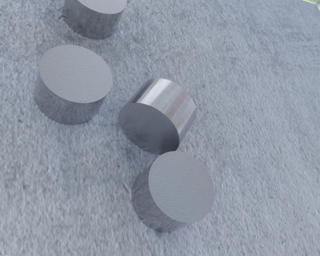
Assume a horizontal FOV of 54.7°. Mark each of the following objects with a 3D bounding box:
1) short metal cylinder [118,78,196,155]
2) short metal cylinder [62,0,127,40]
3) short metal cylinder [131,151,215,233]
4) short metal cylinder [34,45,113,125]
[{"bbox_3d":[-0.003,-0.013,0.377,0.080,0.080,0.050,38,51,-4],"label":"short metal cylinder"},{"bbox_3d":[-0.094,-0.175,0.445,0.081,0.050,0.080,14,56,-21],"label":"short metal cylinder"},{"bbox_3d":[0.014,0.073,0.352,0.081,0.050,0.080,14,56,-21],"label":"short metal cylinder"},{"bbox_3d":[-0.102,-0.050,0.364,0.081,0.050,0.080,14,56,-21],"label":"short metal cylinder"}]
